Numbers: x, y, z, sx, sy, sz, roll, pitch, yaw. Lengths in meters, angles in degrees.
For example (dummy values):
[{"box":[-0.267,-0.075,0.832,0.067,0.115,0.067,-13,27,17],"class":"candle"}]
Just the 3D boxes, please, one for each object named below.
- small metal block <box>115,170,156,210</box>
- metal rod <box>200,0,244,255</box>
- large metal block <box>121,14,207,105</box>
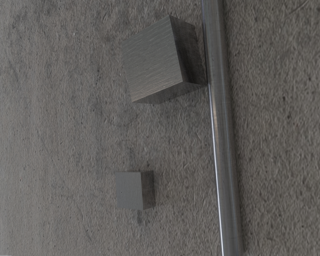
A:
[{"box":[-0.035,0.086,0.434,0.050,0.025,0.050,-7,86,39],"class":"small metal block"},{"box":[0.069,-0.007,0.348,0.025,0.025,0.298,-7,86,40],"class":"metal rod"},{"box":[0.004,-0.080,0.386,0.080,0.050,0.080,-18,79,38],"class":"large metal block"}]
